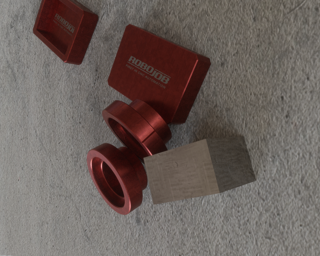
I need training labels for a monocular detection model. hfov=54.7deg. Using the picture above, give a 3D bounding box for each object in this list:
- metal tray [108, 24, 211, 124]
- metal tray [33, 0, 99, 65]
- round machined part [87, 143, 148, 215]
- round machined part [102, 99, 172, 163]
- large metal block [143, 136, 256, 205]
[{"bbox_3d":[-0.007,-0.072,0.406,0.130,0.030,0.089,35,111,34],"label":"metal tray"},{"bbox_3d":[-0.167,-0.178,0.536,0.130,0.030,0.089,41,115,32],"label":"metal tray"},{"bbox_3d":[-0.054,0.064,0.420,0.098,0.042,0.097,32,136,37],"label":"round machined part"},{"bbox_3d":[-0.023,0.002,0.388,0.042,0.098,0.098,-43,54,-17],"label":"round machined part"},{"bbox_3d":[0.043,0.044,0.332,0.080,0.081,0.050,-21,77,38],"label":"large metal block"}]
